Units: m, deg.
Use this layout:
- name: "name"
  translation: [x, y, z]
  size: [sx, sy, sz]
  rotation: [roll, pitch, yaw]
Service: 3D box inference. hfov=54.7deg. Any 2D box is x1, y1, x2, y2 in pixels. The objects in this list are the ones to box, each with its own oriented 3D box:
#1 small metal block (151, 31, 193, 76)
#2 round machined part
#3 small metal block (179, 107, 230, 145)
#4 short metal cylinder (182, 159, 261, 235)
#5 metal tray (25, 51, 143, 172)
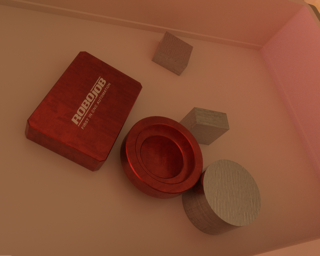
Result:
- name: "small metal block"
  translation: [0.020, -0.118, 0.490]
  size: [0.050, 0.025, 0.050]
  rotation: [27, 52, -12]
- name: "round machined part"
  translation: [-0.001, 0.038, 0.372]
  size: [0.099, 0.042, 0.098]
  rotation: [14, 56, -21]
- name: "small metal block"
  translation: [0.058, -0.001, 0.423]
  size: [0.050, 0.050, 0.025]
  rotation: [9, 58, -24]
- name: "short metal cylinder"
  translation: [0.074, 0.085, 0.380]
  size: [0.081, 0.050, 0.080]
  rotation: [14, 56, -21]
- name: "metal tray"
  translation: [-0.085, -0.024, 0.372]
  size: [0.090, 0.030, 0.130]
  rotation: [29, 52, -10]
